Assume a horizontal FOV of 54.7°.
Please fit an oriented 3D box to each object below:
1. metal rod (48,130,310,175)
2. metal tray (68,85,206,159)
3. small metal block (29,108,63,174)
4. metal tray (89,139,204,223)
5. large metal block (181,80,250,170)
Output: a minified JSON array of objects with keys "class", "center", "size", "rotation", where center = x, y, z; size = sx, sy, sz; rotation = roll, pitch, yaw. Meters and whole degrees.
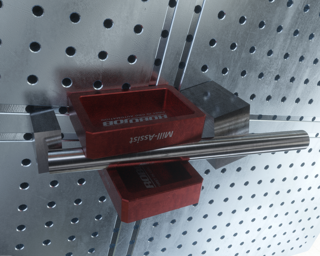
[{"class":"metal rod","center":[0.035,0.024,0.349],"size":[0.302,0.025,0.025],"rotation":[-4,121,-16]},{"class":"metal tray","center":[-0.027,-0.013,0.347],"size":[0.131,0.090,0.030],"rotation":[-9,123,-24]},{"class":"small metal block","center":[-0.124,0.013,0.336],"size":[0.025,0.050,0.050],"rotation":[-8,122,-25]},{"class":"metal tray","center":[-0.022,0.043,0.360],"size":[0.091,0.130,0.030],"rotation":[-9,123,-24]},{"class":"large metal block","center":[0.072,-0.006,0.412],"size":[0.050,0.080,0.079],"rotation":[-21,127,-17]}]
